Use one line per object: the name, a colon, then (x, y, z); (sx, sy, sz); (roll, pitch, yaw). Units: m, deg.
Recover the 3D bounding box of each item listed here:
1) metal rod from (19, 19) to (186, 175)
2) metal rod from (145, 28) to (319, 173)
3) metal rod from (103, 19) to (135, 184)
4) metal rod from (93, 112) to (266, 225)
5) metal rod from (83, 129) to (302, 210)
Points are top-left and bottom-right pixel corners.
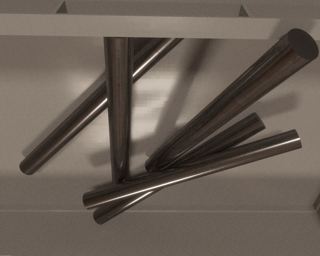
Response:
metal rod: (-0.088, -0.022, 0.388); (0.299, 0.025, 0.025); (-37, 121, 27)
metal rod: (0.042, 0.001, 0.331); (0.025, 0.025, 0.299); (17, 153, -15)
metal rod: (-0.048, 0.007, 0.368); (0.025, 0.025, 0.298); (4, 144, -4)
metal rod: (0.015, 0.069, 0.456); (0.300, 0.025, 0.025); (-34, 123, 21)
metal rod: (0.033, 0.060, 0.419); (0.301, 0.025, 0.025); (-19, 128, 13)
